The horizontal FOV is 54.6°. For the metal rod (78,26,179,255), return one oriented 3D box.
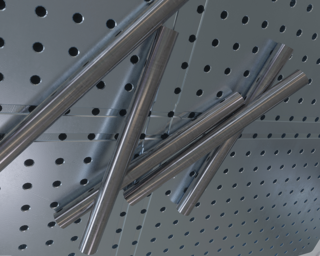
[{"bbox_3d":[-0.043,0.025,0.380,0.025,0.025,0.298,13,105,-34],"label":"metal rod"}]

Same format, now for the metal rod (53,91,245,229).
[{"bbox_3d":[-0.010,0.041,0.430,0.301,0.025,0.025,-34,129,-6],"label":"metal rod"}]

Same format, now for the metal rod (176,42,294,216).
[{"bbox_3d":[0.108,0.011,0.476,0.025,0.025,0.299,18,109,-35],"label":"metal rod"}]

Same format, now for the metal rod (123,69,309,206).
[{"bbox_3d":[0.076,0.016,0.440,0.300,0.025,0.025,-35,130,3],"label":"metal rod"}]

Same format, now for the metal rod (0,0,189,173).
[{"bbox_3d":[-0.083,-0.051,0.333,0.300,0.025,0.025,-42,129,1],"label":"metal rod"}]
